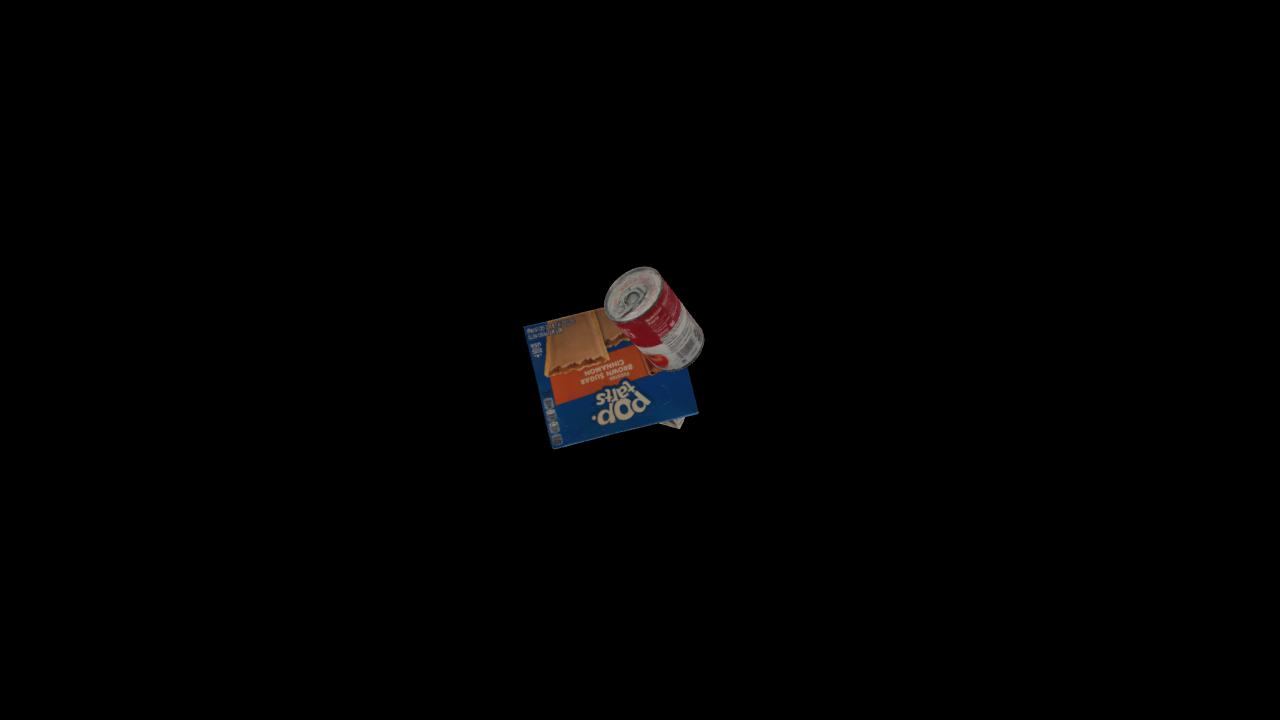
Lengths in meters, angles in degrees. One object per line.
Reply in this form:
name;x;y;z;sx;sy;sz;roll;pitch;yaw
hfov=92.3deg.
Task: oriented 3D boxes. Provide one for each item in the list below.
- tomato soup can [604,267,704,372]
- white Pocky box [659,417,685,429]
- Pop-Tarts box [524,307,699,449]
tomato soup can;0.017;-0.040;0.640;0.068;0.068;0.101;0;-30;35
white Pocky box;-0.025;0.038;0.741;0.154;0.028;0.084;13;-23;27
Pop-Tarts box;-0.033;0.013;0.708;0.167;0.141;0.083;-13;-3;-2
